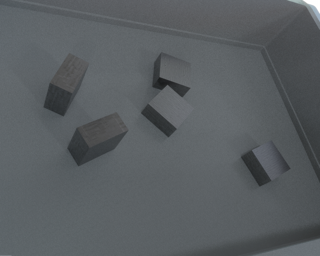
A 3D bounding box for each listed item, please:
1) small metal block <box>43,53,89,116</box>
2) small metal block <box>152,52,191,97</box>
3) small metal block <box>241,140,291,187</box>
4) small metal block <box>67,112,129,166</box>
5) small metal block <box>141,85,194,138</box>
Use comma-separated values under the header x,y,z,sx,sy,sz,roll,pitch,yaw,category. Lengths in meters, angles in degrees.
x,y,z,sx,sy,sz,roll,pitch,yaw,category
-0.109,-0.050,0.362,0.025,0.050,0.050,26,53,-13,small metal block
0.018,-0.080,0.466,0.050,0.025,0.050,16,55,-19,small metal block
0.158,0.052,0.461,0.050,0.025,0.050,-19,72,-36,small metal block
-0.070,0.013,0.345,0.050,0.050,0.025,-26,76,-37,small metal block
0.011,-0.024,0.428,0.050,0.025,0.050,42,51,0,small metal block
